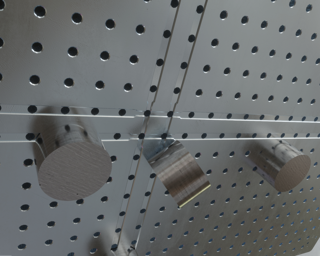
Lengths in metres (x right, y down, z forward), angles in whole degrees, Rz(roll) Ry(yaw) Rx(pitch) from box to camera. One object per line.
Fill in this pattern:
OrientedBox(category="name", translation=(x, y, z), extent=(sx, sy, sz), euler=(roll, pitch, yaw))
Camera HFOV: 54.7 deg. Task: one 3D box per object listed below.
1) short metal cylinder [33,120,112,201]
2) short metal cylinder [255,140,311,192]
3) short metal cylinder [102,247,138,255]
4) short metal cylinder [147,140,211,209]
OrientedBox(category="short metal cylinder", translation=(-0.103, 0.038, 0.362), extent=(0.081, 0.050, 0.079), euler=(-14, 124, -21))
OrientedBox(category="short metal cylinder", translation=(0.221, 0.068, 0.558), extent=(0.081, 0.050, 0.079), euler=(-14, 124, -21))
OrientedBox(category="short metal cylinder", translation=(-0.065, 0.245, 0.511), extent=(0.081, 0.050, 0.079), euler=(-14, 124, -21))
OrientedBox(category="short metal cylinder", translation=(0.025, 0.063, 0.429), extent=(0.050, 0.080, 0.080), euler=(-35, 129, -5))
